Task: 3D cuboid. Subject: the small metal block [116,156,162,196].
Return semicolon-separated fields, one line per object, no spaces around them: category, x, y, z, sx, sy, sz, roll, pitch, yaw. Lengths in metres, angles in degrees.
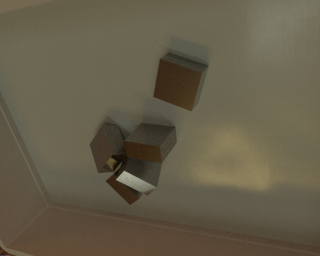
small metal block;-0.028;0.058;0.433;0.050;0.050;0.025;30;130;-14

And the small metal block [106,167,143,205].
small metal block;-0.043;0.076;0.461;0.050;0.050;0.025;46;129;-4

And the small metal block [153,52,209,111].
small metal block;0.024;-0.054;0.362;0.050;0.025;0.050;22;127;14

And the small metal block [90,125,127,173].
small metal block;-0.075;0.031;0.449;0.050;0.025;0.050;-49;53;39

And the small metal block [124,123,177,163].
small metal block;-0.011;0.018;0.408;0.050;0.050;0.025;7;122;24
